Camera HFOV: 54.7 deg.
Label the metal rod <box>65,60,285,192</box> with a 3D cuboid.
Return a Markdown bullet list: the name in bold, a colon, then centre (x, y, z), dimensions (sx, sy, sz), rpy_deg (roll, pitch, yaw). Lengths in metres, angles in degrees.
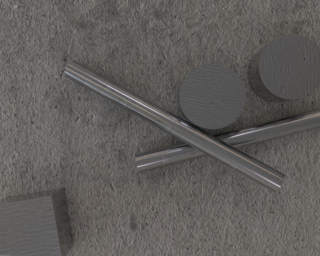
- **metal rod**: centre (0.013, -0.006, 0.391), dimensions (0.301, 0.025, 0.025), rpy_deg (29, 90, 7)

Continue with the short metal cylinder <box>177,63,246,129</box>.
- **short metal cylinder**: centre (0.064, -0.038, 0.398), dimensions (0.081, 0.050, 0.079), rpy_deg (0, 90, 0)

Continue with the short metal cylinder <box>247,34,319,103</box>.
- **short metal cylinder**: centre (0.160, -0.074, 0.399), dimensions (0.081, 0.050, 0.079), rpy_deg (0, 90, 0)

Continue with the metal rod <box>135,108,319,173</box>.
- **metal rod**: centre (0.117, 0.010, 0.410), dimensions (0.302, 0.025, 0.025), rpy_deg (-14, 90, 0)

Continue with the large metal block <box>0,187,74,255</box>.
- **large metal block**: centre (-0.163, 0.127, 0.396), dimensions (0.080, 0.050, 0.080), rpy_deg (-9, 90, 0)
